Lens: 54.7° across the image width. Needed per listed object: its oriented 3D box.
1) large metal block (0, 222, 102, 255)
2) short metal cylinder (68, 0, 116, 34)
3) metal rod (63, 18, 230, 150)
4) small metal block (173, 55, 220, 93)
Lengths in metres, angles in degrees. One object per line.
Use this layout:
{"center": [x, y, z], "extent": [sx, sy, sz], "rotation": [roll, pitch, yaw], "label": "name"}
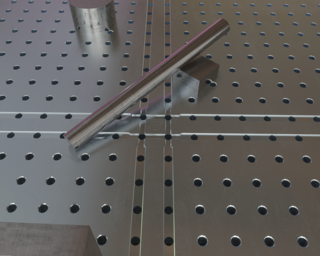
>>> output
{"center": [-0.099, 0.123, 0.268], "extent": [0.081, 0.080, 0.050], "rotation": [2, 50, 1], "label": "large metal block"}
{"center": [-0.124, -0.218, 0.573], "extent": [0.081, 0.050, 0.080], "rotation": [0, 50, 0], "label": "short metal cylinder"}
{"center": [-0.006, -0.073, 0.443], "extent": [0.301, 0.025, 0.025], "rotation": [-40, 61, -20], "label": "metal rod"}
{"center": [0.056, -0.088, 0.482], "extent": [0.050, 0.025, 0.050], "rotation": [35, 58, 25], "label": "small metal block"}
